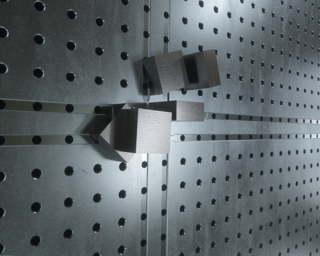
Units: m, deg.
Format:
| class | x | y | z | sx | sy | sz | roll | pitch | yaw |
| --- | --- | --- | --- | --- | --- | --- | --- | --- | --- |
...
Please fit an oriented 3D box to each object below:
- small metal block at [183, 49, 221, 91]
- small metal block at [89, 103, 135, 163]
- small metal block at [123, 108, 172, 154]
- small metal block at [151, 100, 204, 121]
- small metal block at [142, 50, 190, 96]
| class | x | y | z | sx | sy | sz | roll | pitch | yaw |
| --- | --- | --- | --- | --- | --- | --- | --- | --- | --- |
| small metal block | 0.055 | -0.082 | 0.441 | 0.025 | 0.050 | 0.050 | -20 | 103 | -39 |
| small metal block | -0.047 | 0.006 | 0.372 | 0.050 | 0.025 | 0.050 | 51 | 60 | -28 |
| small metal block | -0.014 | 0.004 | 0.367 | 0.050 | 0.025 | 0.050 | 5 | 87 | -41 |
| small metal block | 0.023 | -0.022 | 0.415 | 0.050 | 0.050 | 0.025 | 1 | 90 | -40 |
| small metal block | 0.009 | -0.075 | 0.418 | 0.050 | 0.025 | 0.050 | -23 | 105 | -38 |
